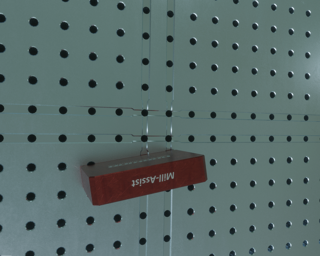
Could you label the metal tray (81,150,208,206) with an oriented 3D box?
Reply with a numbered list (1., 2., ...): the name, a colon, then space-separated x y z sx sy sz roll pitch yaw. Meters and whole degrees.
1. metal tray: -0.022 0.054 0.369 0.131 0.090 0.030 -9 93 -20
